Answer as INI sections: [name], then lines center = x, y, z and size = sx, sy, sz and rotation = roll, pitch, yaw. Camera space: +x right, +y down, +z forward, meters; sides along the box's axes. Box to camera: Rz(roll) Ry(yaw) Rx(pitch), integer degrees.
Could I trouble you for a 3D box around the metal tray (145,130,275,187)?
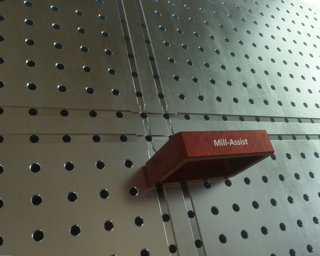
[metal tray]
center = 0.059, 0.037, 0.375
size = 0.131, 0.090, 0.030
rotation = -1, 62, -29
